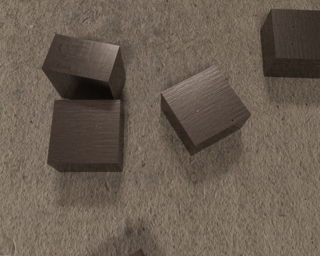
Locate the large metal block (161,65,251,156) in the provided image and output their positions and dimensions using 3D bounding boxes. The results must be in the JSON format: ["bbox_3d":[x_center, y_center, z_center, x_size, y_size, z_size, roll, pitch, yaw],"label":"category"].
[{"bbox_3d":[0.056,-0.022,0.404,0.080,0.050,0.080,-28,73,-10],"label":"large metal block"}]

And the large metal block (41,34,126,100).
[{"bbox_3d":[-0.093,-0.071,0.404,0.080,0.080,0.050,12,71,4],"label":"large metal block"}]

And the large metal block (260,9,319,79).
[{"bbox_3d":[0.193,-0.119,0.441,0.081,0.050,0.080,2,70,0],"label":"large metal block"}]

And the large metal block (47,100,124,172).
[{"bbox_3d":[-0.089,0.011,0.390,0.081,0.050,0.080,0,70,-1],"label":"large metal block"}]

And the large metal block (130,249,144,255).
[{"bbox_3d":[-0.036,0.187,0.326,0.080,0.050,0.080,-30,73,-11],"label":"large metal block"}]
